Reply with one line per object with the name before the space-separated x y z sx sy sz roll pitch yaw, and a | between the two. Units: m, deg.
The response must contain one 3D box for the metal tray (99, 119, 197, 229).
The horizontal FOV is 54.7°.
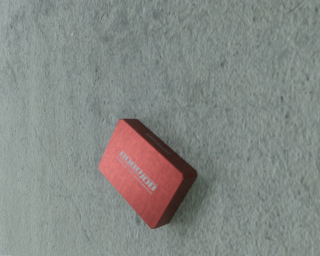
metal tray | -0.022 0.057 0.418 0.130 0.030 0.089 40 114 32
